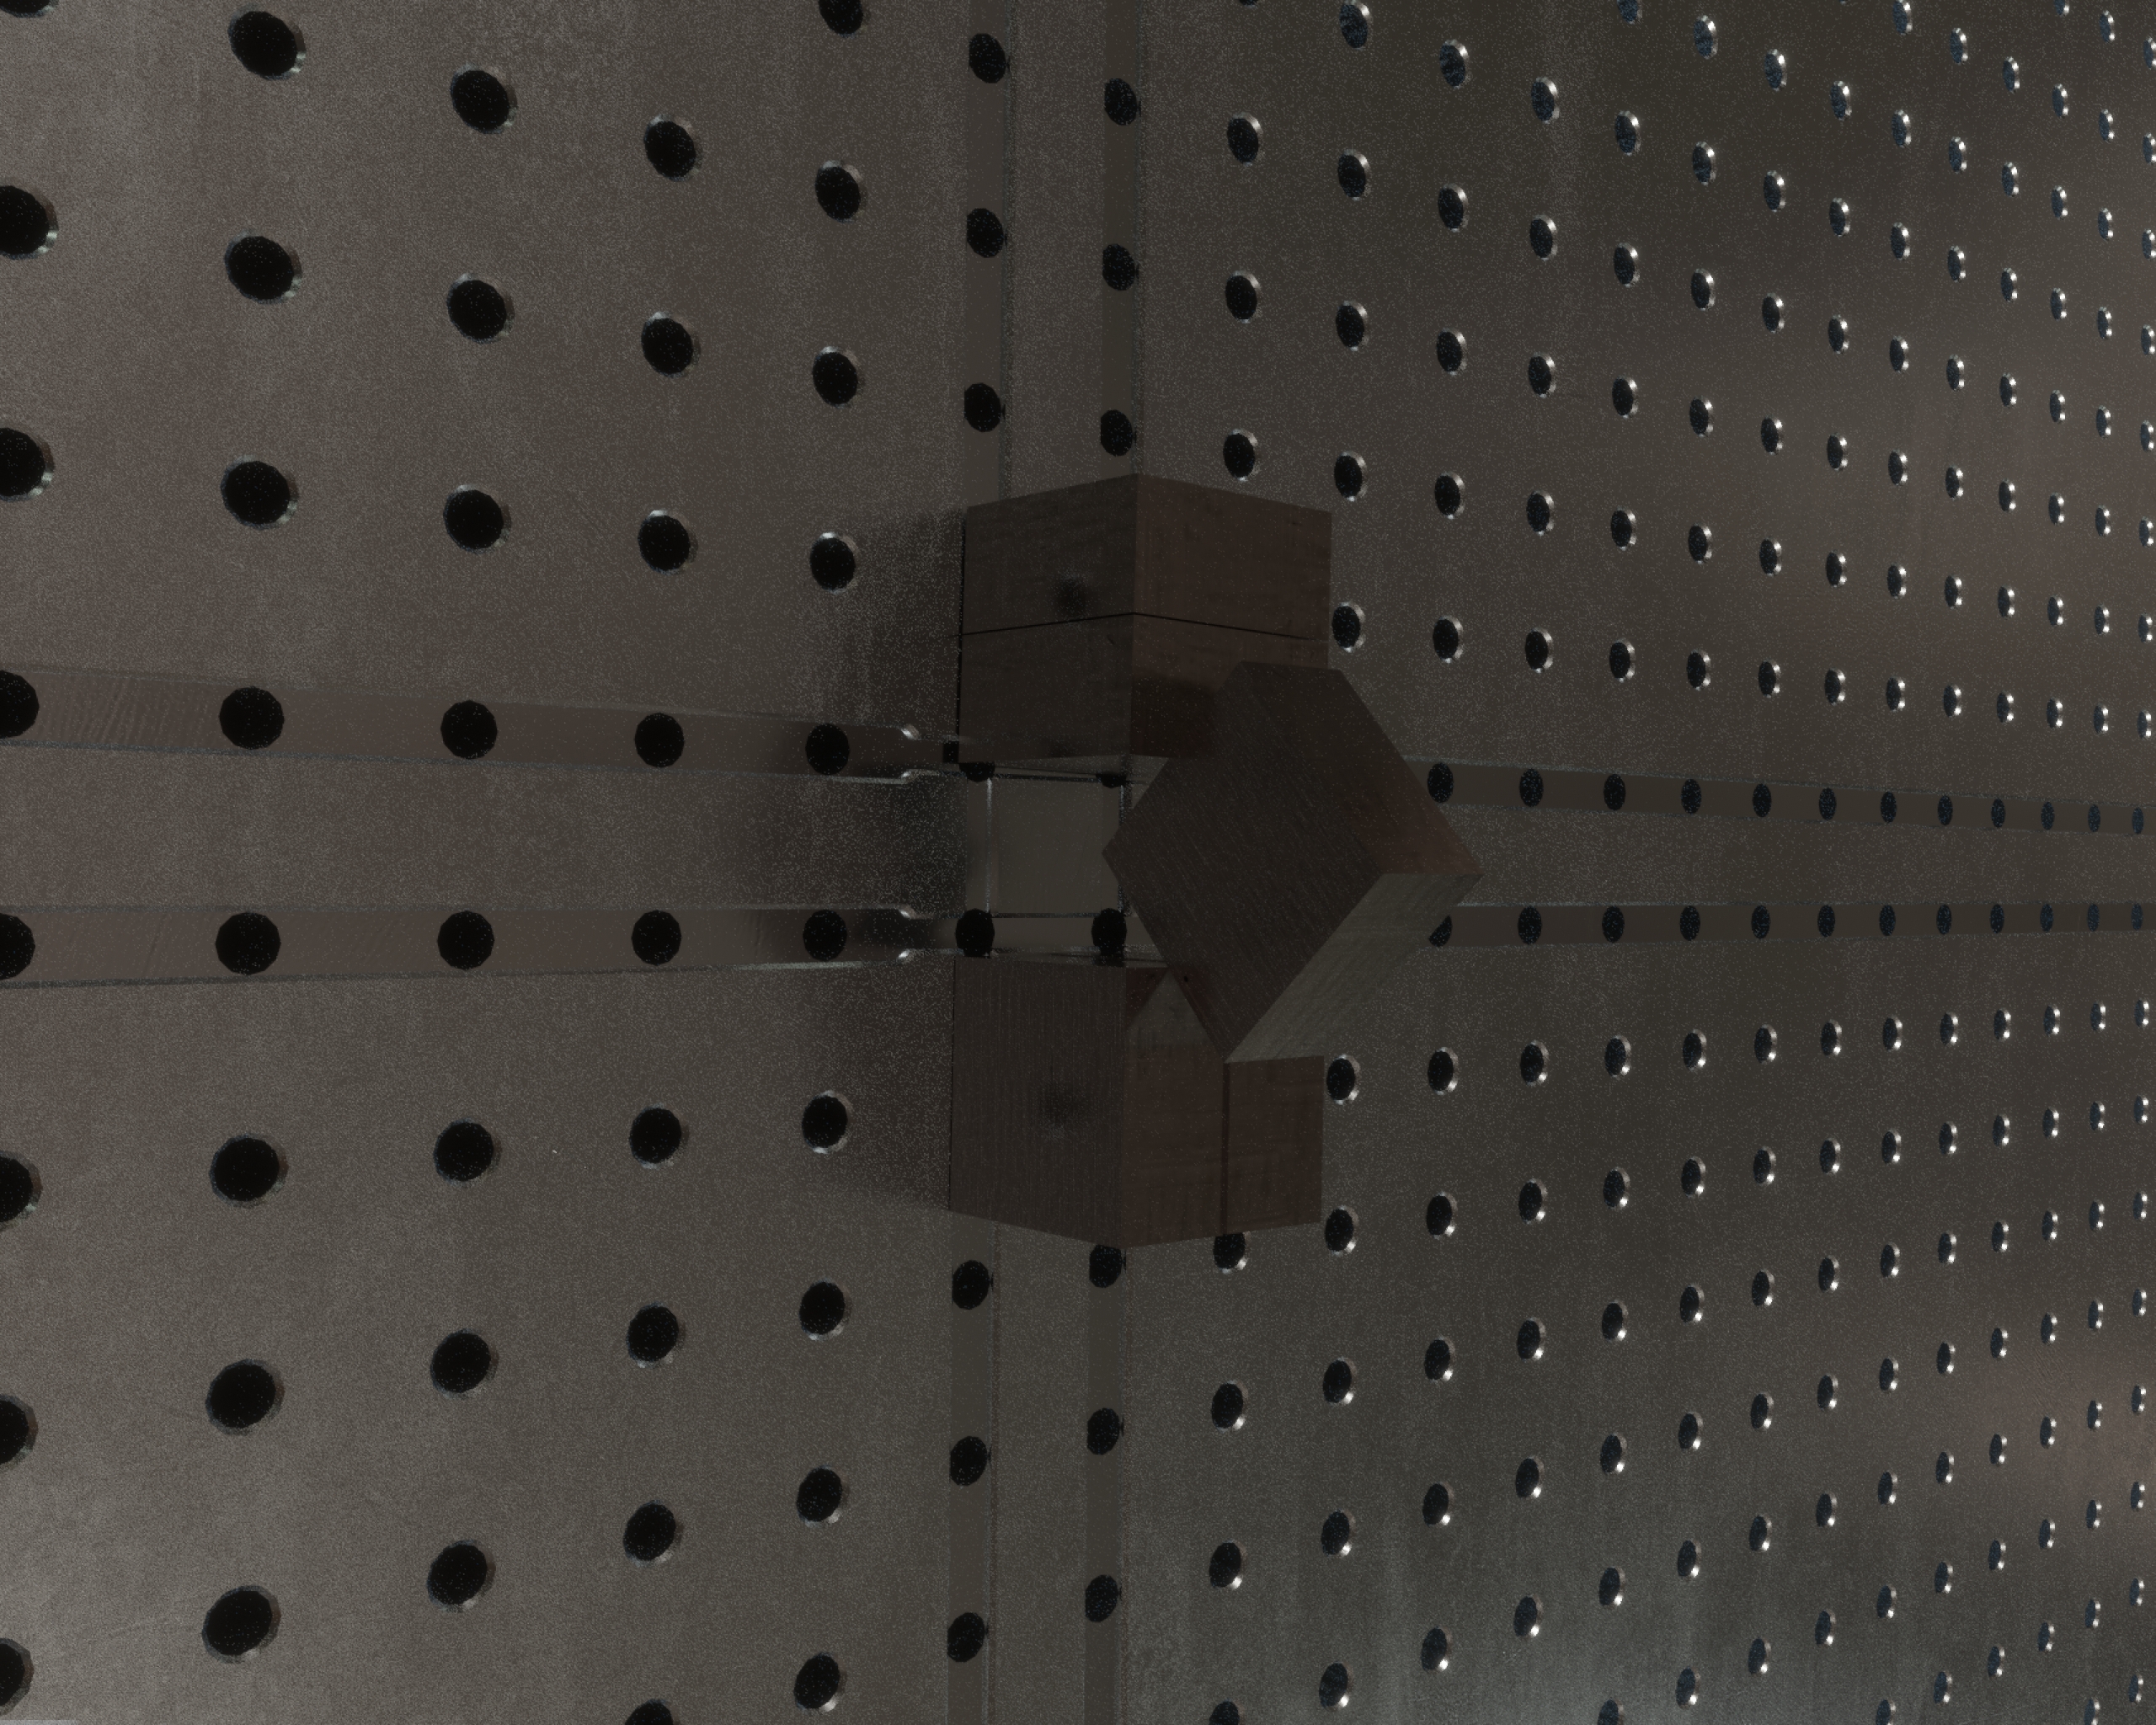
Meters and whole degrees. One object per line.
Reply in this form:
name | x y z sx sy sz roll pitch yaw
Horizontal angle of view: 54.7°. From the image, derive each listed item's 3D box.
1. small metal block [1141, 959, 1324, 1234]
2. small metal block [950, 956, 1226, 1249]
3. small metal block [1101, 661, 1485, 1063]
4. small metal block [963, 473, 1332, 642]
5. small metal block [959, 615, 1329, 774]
small metal block | 0.021 0.044 0.411 0.025 0.050 0.050 2 89 -40
small metal block | 0.001 0.044 0.396 0.025 0.050 0.050 2 89 -40
small metal block | 0.037 0.000 0.372 0.025 0.050 0.050 1 47 -40
small metal block | 0.013 -0.056 0.405 0.050 0.050 0.025 3 89 -40
small metal block | 0.013 -0.031 0.405 0.050 0.050 0.025 3 89 -40
